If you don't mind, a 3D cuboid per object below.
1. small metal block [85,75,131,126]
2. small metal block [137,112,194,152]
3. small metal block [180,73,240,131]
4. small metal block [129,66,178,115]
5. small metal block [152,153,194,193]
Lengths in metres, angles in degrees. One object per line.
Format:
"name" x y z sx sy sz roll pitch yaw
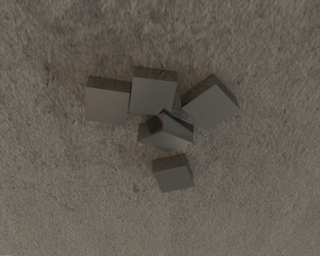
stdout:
"small metal block" -0.064 -0.033 0.378 0.050 0.025 0.050 8 130 -7
"small metal block" 0.007 0.007 0.396 0.050 0.025 0.050 22 150 -34
"small metal block" 0.061 -0.031 0.382 0.050 0.025 0.050 -35 122 26
"small metal block" -0.009 -0.043 0.370 0.050 0.025 0.050 6 130 -6
"small metal block" 0.020 0.068 0.466 0.050 0.025 0.050 -14 129 11
